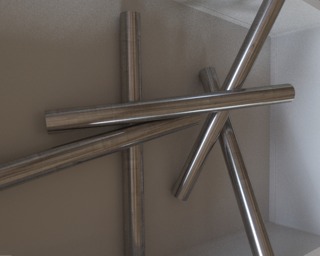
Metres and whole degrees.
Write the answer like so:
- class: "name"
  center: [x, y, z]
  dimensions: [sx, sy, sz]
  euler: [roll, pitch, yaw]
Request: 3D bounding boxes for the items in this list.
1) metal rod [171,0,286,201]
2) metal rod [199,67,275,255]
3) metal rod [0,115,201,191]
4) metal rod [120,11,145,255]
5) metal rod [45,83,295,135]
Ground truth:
- class: "metal rod"
  center: [0.088, -0.039, 0.409]
  dimensions: [0.025, 0.025, 0.298]
  euler: [18, 101, -39]
- class: "metal rod"
  center: [0.101, 0.050, 0.413]
  dimensions: [0.025, 0.025, 0.299]
  euler: [7, 61, -40]
- class: "metal rod"
  center: [-0.079, 0.023, 0.318]
  dimensions: [0.302, 0.025, 0.025]
  euler: [-18, 102, -32]
- class: "metal rod"
  center: [-0.033, 0.012, 0.378]
  dimensions: [0.025, 0.025, 0.298]
  euler: [-2, 91, -40]
- class: "metal rod"
  center: [0.027, -0.026, 0.361]
  dimensions: [0.302, 0.025, 0.025]
  euler: [-8, 96, -19]
